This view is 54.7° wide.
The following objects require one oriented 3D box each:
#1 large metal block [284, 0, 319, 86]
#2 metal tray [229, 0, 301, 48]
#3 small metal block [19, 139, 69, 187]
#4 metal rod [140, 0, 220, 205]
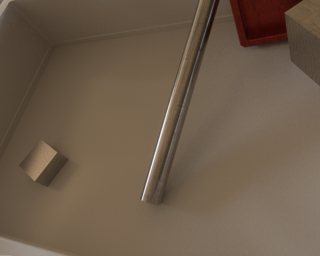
[{"bbox_3d":[0.183,-0.088,0.329,0.050,0.080,0.080,-34,52,6],"label":"large metal block"},{"bbox_3d":[0.156,-0.153,0.373,0.130,0.090,0.030,-5,47,25],"label":"metal tray"},{"bbox_3d":[-0.174,0.051,0.463,0.050,0.025,0.050,28,77,37],"label":"small metal block"},{"bbox_3d":[0.031,-0.058,0.369,0.025,0.025,0.299,14,86,33],"label":"metal rod"}]
